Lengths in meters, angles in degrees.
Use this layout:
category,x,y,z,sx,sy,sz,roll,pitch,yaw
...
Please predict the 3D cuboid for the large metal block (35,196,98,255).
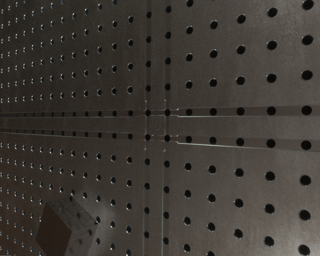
category,x,y,z,sx,sy,sz,roll,pitch,yaw
large metal block,-0.158,0.175,0.520,0.080,0.050,0.079,32,110,35
